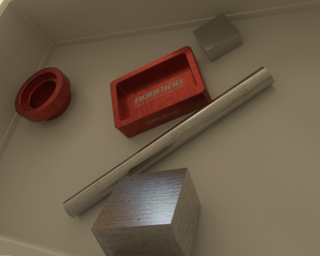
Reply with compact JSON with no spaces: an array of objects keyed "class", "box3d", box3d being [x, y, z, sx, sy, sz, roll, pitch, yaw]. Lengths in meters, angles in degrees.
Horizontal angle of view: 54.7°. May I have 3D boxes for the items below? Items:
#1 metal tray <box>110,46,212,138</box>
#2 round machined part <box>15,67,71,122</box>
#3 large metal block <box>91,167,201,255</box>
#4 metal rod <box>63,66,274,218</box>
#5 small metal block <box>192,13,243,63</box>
[{"class":"metal tray","box3d":[-0.003,-0.051,0.433,0.130,0.030,0.090,-23,53,14]},{"class":"round machined part","box3d":[-0.192,-0.051,0.524,0.098,0.042,0.098,-13,56,20]},{"class":"large metal block","box3d":[-0.010,0.089,0.317,0.080,0.050,0.080,-11,25,22]},{"class":"metal rod","box3d":[0.007,0.020,0.388,0.300,0.025,0.025,-34,52,5]},{"class":"small metal block","box3d":[0.082,-0.129,0.441,0.050,0.025,0.050,-30,52,8]}]
